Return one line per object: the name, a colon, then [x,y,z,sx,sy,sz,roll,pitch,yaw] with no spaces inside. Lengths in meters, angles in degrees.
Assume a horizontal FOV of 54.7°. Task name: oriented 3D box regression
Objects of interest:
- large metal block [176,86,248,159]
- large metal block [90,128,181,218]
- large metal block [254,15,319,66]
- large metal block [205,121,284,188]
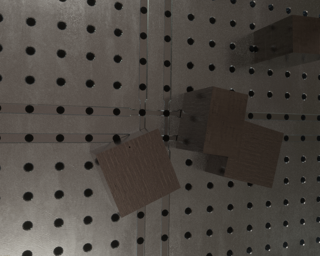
large metal block: [0.066,-0.006,0.409,0.050,0.080,0.080,10,87,-20]
large metal block: [-0.032,0.052,0.389,0.081,0.050,0.080,-23,98,-19]
large metal block: [0.198,-0.126,0.458,0.081,0.080,0.050,-2,91,-20]
large metal block: [0.121,0.036,0.446,0.081,0.050,0.080,16,85,-20]
